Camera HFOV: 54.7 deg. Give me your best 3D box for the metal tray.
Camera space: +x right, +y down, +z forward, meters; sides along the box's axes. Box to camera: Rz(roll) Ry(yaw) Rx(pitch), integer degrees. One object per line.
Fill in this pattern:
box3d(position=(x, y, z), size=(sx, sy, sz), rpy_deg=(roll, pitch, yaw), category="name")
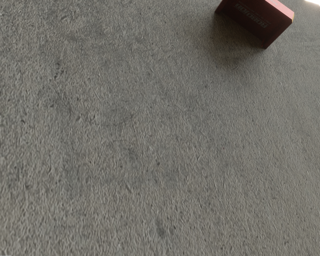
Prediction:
box3d(position=(0.182, -0.222, 0.610), size=(0.130, 0.090, 0.030), rpy_deg=(33, 53, -5), category="metal tray")
